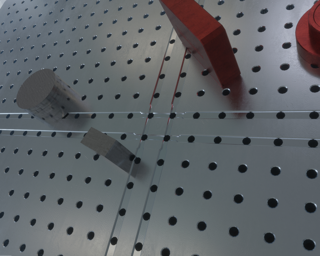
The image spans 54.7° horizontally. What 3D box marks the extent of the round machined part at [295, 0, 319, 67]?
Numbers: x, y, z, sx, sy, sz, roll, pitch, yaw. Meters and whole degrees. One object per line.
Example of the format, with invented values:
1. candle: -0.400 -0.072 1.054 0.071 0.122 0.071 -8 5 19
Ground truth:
1. round machined part: 0.211 -0.120 0.360 0.098 0.042 0.098 -13 56 21

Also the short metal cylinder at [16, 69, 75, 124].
1. short metal cylinder: -0.193 -0.054 0.527 0.080 0.050 0.080 -13 56 21

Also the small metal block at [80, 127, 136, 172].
1. small metal block: -0.068 0.028 0.411 0.050 0.050 0.025 23 75 36

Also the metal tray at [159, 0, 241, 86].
1. metal tray: 0.052 -0.125 0.416 0.030 0.090 0.130 -35 51 5
